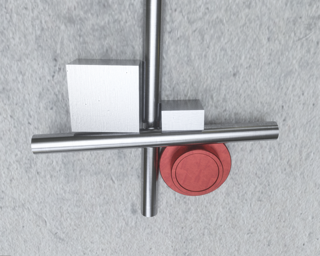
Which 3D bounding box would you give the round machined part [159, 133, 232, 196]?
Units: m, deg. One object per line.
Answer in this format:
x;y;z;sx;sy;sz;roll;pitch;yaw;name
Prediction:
0.048;0.052;0.421;0.099;0.042;0.097;0;110;-1;round machined part

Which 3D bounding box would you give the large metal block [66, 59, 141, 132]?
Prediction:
-0.065;-0.041;0.381;0.081;0.050;0.079;1;110;-1;large metal block

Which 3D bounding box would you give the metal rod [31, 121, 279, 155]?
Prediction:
-0.003;0.012;0.389;0.302;0.025;0.025;-3;110;-4;metal rod

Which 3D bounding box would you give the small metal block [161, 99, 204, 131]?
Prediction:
0.027;-0.018;0.392;0.050;0.050;0.025;-1;110;0;small metal block

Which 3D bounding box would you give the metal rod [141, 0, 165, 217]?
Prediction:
-0.011;-0.016;0.405;0.025;0.025;0.298;1;110;-1;metal rod
